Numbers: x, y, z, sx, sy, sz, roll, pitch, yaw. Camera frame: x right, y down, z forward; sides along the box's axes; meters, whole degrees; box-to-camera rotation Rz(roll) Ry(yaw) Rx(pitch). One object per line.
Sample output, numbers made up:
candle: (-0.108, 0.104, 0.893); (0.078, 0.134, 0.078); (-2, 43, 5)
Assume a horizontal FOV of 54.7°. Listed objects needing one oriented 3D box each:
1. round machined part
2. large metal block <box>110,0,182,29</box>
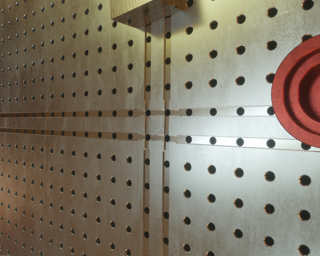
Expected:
round machined part: (0.154, -0.031, 0.271); (0.098, 0.042, 0.097); (0, 90, 39)
large metal block: (-0.022, -0.188, 0.409); (0.080, 0.050, 0.080); (-7, 86, 39)
